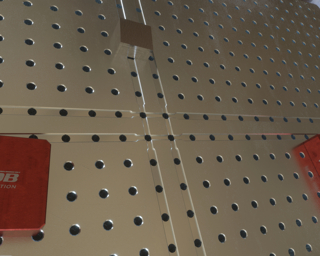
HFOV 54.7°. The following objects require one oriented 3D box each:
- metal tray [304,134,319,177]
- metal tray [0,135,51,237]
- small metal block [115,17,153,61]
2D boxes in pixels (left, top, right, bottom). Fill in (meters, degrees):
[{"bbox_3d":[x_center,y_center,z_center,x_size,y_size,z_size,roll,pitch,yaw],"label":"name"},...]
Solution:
[{"bbox_3d":[0.312,0.073,0.528,0.091,0.030,0.130,-1,62,-29],"label":"metal tray"},{"bbox_3d":[-0.172,0.051,0.281,0.131,0.030,0.090,7,59,-24],"label":"metal tray"},{"bbox_3d":[-0.040,-0.134,0.468,0.050,0.025,0.050,8,58,-24],"label":"small metal block"}]
